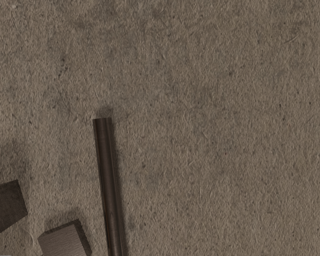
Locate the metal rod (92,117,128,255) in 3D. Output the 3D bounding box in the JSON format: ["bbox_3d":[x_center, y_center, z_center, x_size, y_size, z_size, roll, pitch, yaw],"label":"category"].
[{"bbox_3d":[-0.059,0.136,0.409,0.025,0.025,0.298,-7,90,0],"label":"metal rod"}]

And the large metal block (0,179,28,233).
[{"bbox_3d":[-0.224,0.105,0.380,0.080,0.080,0.050,-16,90,0],"label":"large metal block"}]

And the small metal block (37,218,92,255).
[{"bbox_3d":[-0.125,0.155,0.408,0.050,0.025,0.050,-22,90,-1],"label":"small metal block"}]
